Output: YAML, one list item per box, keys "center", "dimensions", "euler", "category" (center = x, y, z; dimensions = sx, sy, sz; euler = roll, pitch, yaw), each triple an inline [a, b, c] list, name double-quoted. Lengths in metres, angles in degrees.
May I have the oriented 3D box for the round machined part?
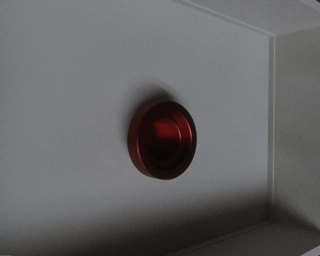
- center: [-0.002, 0.015, 0.396]
  dimensions: [0.099, 0.042, 0.097]
  euler: [0, 90, -40]
  category: "round machined part"
